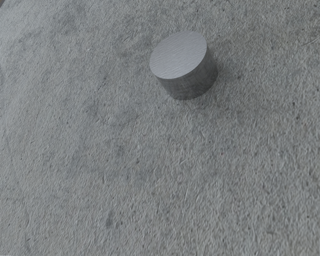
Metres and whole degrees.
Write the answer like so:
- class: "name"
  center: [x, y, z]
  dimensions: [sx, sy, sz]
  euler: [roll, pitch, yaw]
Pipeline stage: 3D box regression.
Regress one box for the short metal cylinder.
- class: "short metal cylinder"
  center: [0.033, -0.085, 0.424]
  dimensions: [0.080, 0.050, 0.080]
  euler: [-13, 56, 21]
